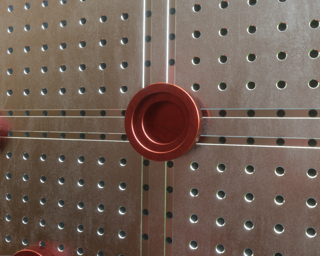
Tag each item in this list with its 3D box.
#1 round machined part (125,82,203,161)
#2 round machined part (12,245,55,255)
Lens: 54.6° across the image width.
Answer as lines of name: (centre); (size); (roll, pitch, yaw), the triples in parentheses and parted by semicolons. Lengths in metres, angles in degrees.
round machined part: (0.007, -0.008, 0.401); (0.098, 0.042, 0.097); (0, 90, 20)
round machined part: (-0.201, 0.236, 0.475); (0.098, 0.042, 0.097); (0, 90, 20)
